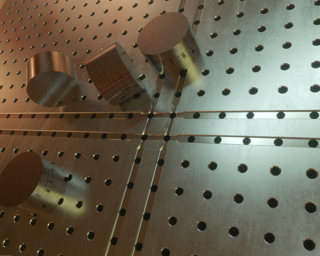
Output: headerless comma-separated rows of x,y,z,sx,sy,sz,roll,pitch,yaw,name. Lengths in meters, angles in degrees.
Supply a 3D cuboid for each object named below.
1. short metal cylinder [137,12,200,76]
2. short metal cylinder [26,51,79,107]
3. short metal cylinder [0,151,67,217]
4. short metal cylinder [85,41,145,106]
0.013,-0.124,0.461,0.080,0.050,0.080,-13,56,21,short metal cylinder
-0.179,-0.080,0.516,0.080,0.080,0.050,-28,52,11,short metal cylinder
-0.180,0.080,0.438,0.080,0.050,0.080,-13,56,21,short metal cylinder
-0.065,-0.079,0.456,0.050,0.080,0.080,-30,52,10,short metal cylinder
